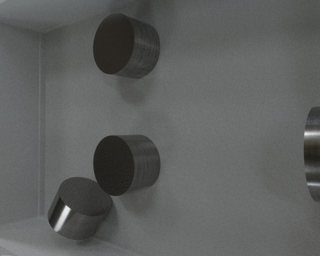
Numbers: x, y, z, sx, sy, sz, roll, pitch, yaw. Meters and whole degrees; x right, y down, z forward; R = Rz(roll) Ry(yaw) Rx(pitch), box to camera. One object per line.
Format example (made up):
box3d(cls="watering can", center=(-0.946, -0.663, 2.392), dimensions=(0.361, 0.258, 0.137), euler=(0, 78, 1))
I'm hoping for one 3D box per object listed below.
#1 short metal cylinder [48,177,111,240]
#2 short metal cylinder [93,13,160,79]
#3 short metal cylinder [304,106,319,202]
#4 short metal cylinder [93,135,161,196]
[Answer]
box3d(cls="short metal cylinder", center=(-0.121, 0.120, 0.468), dimensions=(0.080, 0.081, 0.050), euler=(43, 116, 31))
box3d(cls="short metal cylinder", center=(-0.047, -0.111, 0.427), dimensions=(0.080, 0.050, 0.079), euler=(0, 90, 39))
box3d(cls="short metal cylinder", center=(0.152, 0.021, 0.245), dimensions=(0.050, 0.081, 0.079), euler=(-3, 88, 40))
box3d(cls="short metal cylinder", center=(-0.046, 0.049, 0.427), dimensions=(0.080, 0.050, 0.079), euler=(0, 90, 39))
